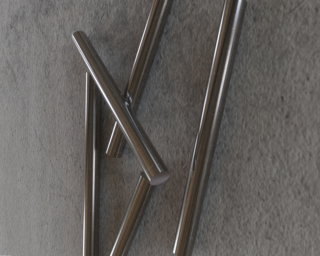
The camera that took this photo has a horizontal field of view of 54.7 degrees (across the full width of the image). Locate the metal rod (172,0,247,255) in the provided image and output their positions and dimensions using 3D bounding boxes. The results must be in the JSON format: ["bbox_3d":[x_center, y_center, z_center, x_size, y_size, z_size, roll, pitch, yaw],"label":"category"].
[{"bbox_3d":[0.055,0.007,0.358,0.025,0.025,0.298,18,101,38],"label":"metal rod"}]

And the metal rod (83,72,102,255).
[{"bbox_3d":[-0.107,0.063,0.490,0.025,0.025,0.298,2,91,39],"label":"metal rod"}]

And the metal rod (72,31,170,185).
[{"bbox_3d":[-0.067,-0.047,0.426,0.025,0.025,0.300,-53,50,26],"label":"metal rod"}]

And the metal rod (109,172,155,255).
[{"bbox_3d":[-0.066,0.198,0.456,0.025,0.025,0.298,33,110,35],"label":"metal rod"}]

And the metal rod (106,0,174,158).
[{"bbox_3d":[-0.020,-0.097,0.419,0.025,0.025,0.298,31,109,35],"label":"metal rod"}]
